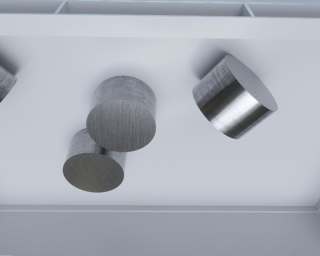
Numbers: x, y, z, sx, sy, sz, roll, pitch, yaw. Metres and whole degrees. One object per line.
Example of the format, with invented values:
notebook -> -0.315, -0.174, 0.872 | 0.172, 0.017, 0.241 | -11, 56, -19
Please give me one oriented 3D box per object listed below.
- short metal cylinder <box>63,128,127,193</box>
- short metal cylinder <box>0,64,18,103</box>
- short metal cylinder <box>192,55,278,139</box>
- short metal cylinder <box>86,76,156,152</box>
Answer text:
short metal cylinder -> -0.088, 0.045, 0.430 | 0.081, 0.050, 0.079 | 0, 130, 0
short metal cylinder -> -0.204, -0.042, 0.335 | 0.080, 0.080, 0.050 | -30, 124, 23
short metal cylinder -> 0.083, -0.034, 0.344 | 0.080, 0.080, 0.050 | 31, 123, -24
short metal cylinder -> -0.045, -0.016, 0.378 | 0.081, 0.050, 0.079 | 0, 130, 0
